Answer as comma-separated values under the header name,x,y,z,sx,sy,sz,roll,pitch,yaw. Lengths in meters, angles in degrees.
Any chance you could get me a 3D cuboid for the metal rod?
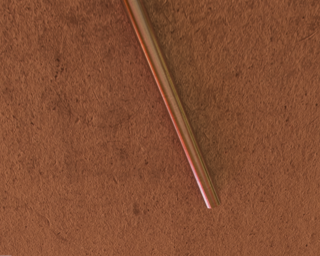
name,x,y,z,sx,sy,sz,roll,pitch,yaw
metal rod,0.021,-0.022,0.401,0.025,0.025,0.299,-21,109,7
